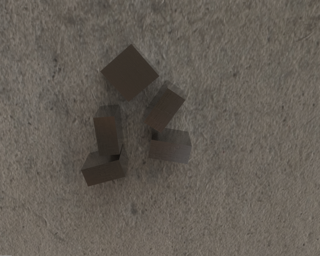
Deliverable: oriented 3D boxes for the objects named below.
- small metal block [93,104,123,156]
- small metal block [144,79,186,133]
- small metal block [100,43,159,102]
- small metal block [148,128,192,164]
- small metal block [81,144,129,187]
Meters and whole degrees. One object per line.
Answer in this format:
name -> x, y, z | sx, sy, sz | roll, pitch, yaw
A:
small metal block -> -0.064, 0.002, 0.396 | 0.025, 0.050, 0.050 | -5, 110, 1
small metal block -> 0.005, -0.028, 0.386 | 0.025, 0.050, 0.050 | 33, 107, -12
small metal block -> -0.036, -0.069, 0.384 | 0.050, 0.025, 0.050 | -39, 106, 12
small metal block -> 0.012, 0.021, 0.404 | 0.050, 0.050, 0.025 | 9, 110, -4
small metal block -> -0.072, 0.049, 0.413 | 0.050, 0.050, 0.025 | -15, 110, 5
